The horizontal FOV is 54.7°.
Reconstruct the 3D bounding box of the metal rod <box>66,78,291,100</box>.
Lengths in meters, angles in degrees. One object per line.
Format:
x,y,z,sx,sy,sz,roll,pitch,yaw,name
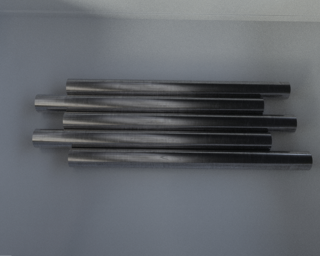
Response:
0.025,-0.054,0.428,0.302,0.025,0.025,1,70,0,metal rod

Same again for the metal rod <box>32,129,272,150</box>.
-0.009,0.015,0.402,0.302,0.025,0.025,1,70,0,metal rod

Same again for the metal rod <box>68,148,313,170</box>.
0.038,0.040,0.394,0.302,0.025,0.025,1,70,0,metal rod

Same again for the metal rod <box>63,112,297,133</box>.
0.026,-0.007,0.411,0.302,0.025,0.025,1,70,0,metal rod

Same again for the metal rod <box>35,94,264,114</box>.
-0.013,-0.031,0.419,0.302,0.025,0.025,1,70,0,metal rod
